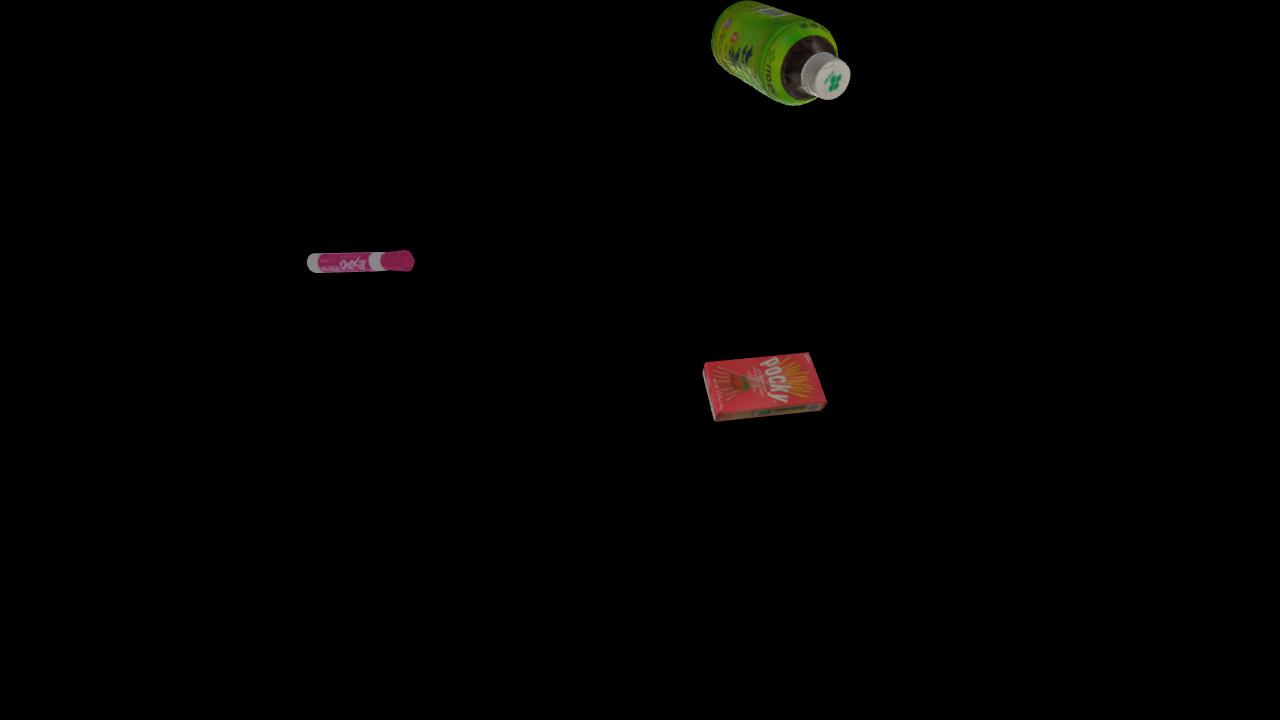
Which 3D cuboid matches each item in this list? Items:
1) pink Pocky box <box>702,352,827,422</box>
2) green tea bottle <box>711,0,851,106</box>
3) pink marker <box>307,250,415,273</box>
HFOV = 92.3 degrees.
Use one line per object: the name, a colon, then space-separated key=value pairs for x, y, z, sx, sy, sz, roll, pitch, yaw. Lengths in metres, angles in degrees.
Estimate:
pink Pocky box: x=0.170 y=0.036 z=0.844 sx=0.155 sy=0.084 sz=0.029 roll=-5 pitch=-34 yaw=-7
green tea bottle: x=0.128 y=-0.281 z=0.565 sx=0.073 sy=0.073 sz=0.212 roll=0 pitch=34 yaw=-14
pink marker: x=-0.254 y=-0.089 z=0.559 sx=0.121 sy=0.020 sz=0.020 roll=3 pitch=1 yaw=25
